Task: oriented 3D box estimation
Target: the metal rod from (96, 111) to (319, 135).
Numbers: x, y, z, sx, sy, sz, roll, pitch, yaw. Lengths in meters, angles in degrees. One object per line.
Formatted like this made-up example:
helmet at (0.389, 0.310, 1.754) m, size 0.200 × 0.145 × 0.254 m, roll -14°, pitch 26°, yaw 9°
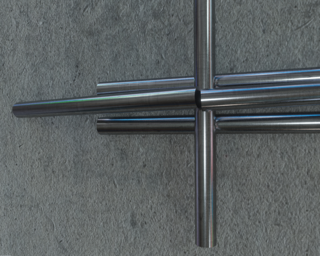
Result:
metal rod at (0.059, -0.005, 0.388) m, size 0.301 × 0.025 × 0.025 m, roll -1°, pitch 90°, yaw 19°

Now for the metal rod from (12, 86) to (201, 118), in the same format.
metal rod at (-0.089, -0.031, 0.413) m, size 0.300 × 0.025 × 0.025 m, roll -1°, pitch 90°, yaw 29°

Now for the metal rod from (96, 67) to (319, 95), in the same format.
metal rod at (0.059, -0.054, 0.388) m, size 0.301 × 0.025 × 0.025 m, roll -1°, pitch 90°, yaw 19°

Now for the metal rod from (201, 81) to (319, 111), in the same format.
metal rod at (0.194, -0.038, 0.316) m, size 0.301 × 0.025 × 0.025 m, roll -3°, pitch 89°, yaw 9°

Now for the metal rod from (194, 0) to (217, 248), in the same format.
metal rod at (0.053, -0.013, 0.364) m, size 0.025 × 0.025 × 0.298 m, roll 0°, pitch 90°, yaw 19°
